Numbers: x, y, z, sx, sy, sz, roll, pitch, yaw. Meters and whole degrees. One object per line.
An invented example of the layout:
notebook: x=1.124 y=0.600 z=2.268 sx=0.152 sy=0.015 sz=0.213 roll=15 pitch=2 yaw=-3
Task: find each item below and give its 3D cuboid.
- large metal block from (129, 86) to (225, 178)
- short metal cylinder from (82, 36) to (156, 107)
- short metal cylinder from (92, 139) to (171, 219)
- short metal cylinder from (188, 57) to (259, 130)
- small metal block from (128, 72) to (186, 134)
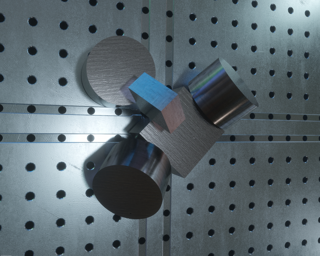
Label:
large metal block: x=0.021 y=0.005 z=0.401 sx=0.080 sy=0.050 sz=0.080 roll=46 pitch=76 yaw=-14
short metal cylinder: x=-0.052 y=-0.066 z=0.377 sx=0.081 sy=0.050 sz=0.079 roll=0 pitch=90 yaw=-20
short metal cylinder: x=-0.031 y=0.060 z=0.362 sx=0.080 sy=0.050 sz=0.079 roll=7 pitch=122 yaw=11
short metal cylinder: x=0.082 y=-0.045 z=0.402 sx=0.050 sy=0.080 sz=0.080 roll=-38 pitch=106 yaw=24
small metal block: x=-0.002 y=-0.027 z=0.342 sx=0.050 sy=0.050 sz=0.025 roll=37 pitch=76 yaw=28
